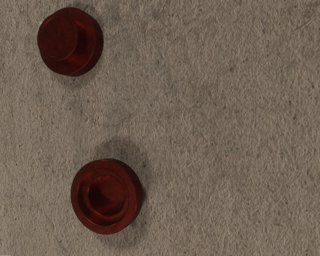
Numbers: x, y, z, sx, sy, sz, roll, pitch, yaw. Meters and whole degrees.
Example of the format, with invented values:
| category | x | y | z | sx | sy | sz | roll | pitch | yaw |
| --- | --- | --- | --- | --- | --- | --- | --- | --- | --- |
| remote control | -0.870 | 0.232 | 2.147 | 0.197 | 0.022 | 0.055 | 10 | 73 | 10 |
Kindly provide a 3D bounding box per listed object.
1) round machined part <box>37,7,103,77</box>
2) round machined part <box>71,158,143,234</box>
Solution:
| category | x | y | z | sx | sy | sz | roll | pitch | yaw |
| --- | --- | --- | --- | --- | --- | --- | --- | --- | --- |
| round machined part | -0.135 | -0.126 | 0.446 | 0.098 | 0.042 | 0.097 | 0 | 90 | 19 |
| round machined part | -0.068 | 0.090 | 0.423 | 0.098 | 0.042 | 0.097 | 0 | 90 | 19 |
